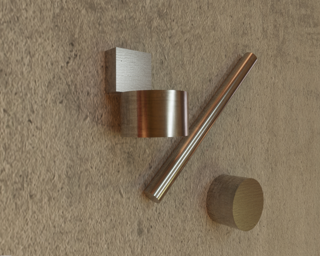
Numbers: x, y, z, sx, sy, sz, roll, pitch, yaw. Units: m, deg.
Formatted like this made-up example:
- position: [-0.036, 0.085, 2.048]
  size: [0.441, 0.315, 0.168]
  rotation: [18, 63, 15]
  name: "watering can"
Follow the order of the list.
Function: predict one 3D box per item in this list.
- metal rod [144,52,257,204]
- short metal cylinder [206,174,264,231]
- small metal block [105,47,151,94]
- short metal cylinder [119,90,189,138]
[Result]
- position: [0.073, -0.016, 0.465]
  size: [0.301, 0.025, 0.025]
  rotation: [-52, 120, -27]
  name: "metal rod"
- position: [0.119, 0.116, 0.489]
  size: [0.081, 0.050, 0.079]
  rotation: [0, 90, -40]
  name: "short metal cylinder"
- position: [-0.038, -0.066, 0.373]
  size: [0.050, 0.025, 0.050]
  rotation: [0, 90, -40]
  name: "small metal block"
- position: [-0.007, -0.016, 0.363]
  size: [0.081, 0.080, 0.050]
  rotation: [-2, 92, -40]
  name: "short metal cylinder"
